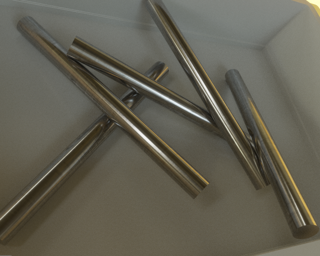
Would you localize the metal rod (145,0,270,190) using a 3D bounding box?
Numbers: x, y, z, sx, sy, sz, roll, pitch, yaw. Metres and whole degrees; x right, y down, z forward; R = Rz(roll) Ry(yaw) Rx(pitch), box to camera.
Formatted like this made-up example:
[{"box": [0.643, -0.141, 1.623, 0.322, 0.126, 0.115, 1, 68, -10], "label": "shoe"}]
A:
[{"box": [0.061, -0.055, 0.420, 0.025, 0.025, 0.299, -20, 75, -36], "label": "metal rod"}]

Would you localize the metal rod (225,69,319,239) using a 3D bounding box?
[{"box": [0.131, 0.005, 0.412, 0.025, 0.025, 0.300, 18, 36, -18], "label": "metal rod"}]

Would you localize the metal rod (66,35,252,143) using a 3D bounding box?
[{"box": [0.023, -0.032, 0.412, 0.301, 0.025, 0.025, 27, 52, -21], "label": "metal rod"}]

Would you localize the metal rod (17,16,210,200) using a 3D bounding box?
[{"box": [-0.063, -0.033, 0.360, 0.300, 0.025, 0.025, 43, 50, 13], "label": "metal rod"}]

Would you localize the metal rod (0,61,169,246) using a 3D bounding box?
[{"box": [-0.071, 0.003, 0.364, 0.025, 0.025, 0.301, 40, 51, -1], "label": "metal rod"}]
